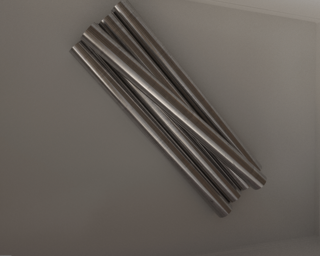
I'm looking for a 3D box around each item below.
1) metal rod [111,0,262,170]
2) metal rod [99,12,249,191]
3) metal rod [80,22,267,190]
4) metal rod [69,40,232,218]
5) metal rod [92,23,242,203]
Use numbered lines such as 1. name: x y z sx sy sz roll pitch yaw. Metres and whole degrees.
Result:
1. metal rod: 0.044 -0.046 0.425 0.025 0.025 0.300 -45 104 -14
2. metal rod: 0.029 -0.026 0.420 0.025 0.025 0.300 -45 104 -14
3. metal rod: 0.028 -0.017 0.392 0.300 0.025 0.025 40 77 -16
4. metal rod: -0.003 0.009 0.408 0.025 0.025 0.300 -45 104 -14
5. metal rod: 0.011 -0.011 0.413 0.025 0.025 0.300 -45 104 -14
